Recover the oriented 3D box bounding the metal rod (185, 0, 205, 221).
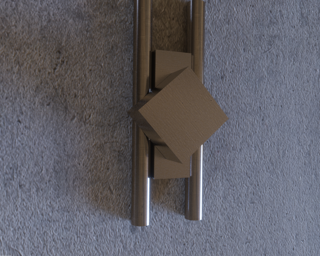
[{"bbox_3d":[0.048,-0.024,0.430,0.025,0.025,0.298,1,90,-20],"label":"metal rod"}]

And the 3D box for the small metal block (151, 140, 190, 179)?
[{"bbox_3d":[0.012,0.041,0.415,0.050,0.025,0.050,1,90,-21],"label":"small metal block"}]

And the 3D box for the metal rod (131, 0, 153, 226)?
[{"bbox_3d":[-0.023,-0.025,0.403,0.025,0.025,0.298,1,90,-20],"label":"metal rod"}]

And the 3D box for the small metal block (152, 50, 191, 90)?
[{"bbox_3d":[0.013,-0.075,0.415,0.050,0.025,0.050,1,90,-21],"label":"small metal block"}]

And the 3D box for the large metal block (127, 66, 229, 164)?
[{"bbox_3d":[0.021,-0.015,0.377,0.080,0.050,0.080,-43,104,-15],"label":"large metal block"}]
